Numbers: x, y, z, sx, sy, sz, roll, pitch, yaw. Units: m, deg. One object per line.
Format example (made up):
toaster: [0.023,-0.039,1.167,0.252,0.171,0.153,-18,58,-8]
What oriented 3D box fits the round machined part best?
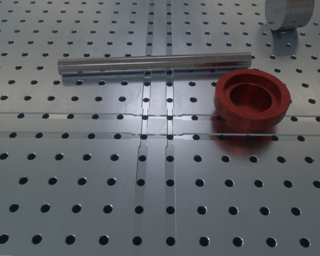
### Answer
round machined part: [0.123,-0.035,0.427,0.099,0.042,0.098,0,50,0]

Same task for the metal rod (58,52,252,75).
metal rod: [-0.006,-0.103,0.493,0.302,0.025,0.025,-3,50,-3]

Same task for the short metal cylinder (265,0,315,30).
short metal cylinder: [0.231,-0.220,0.558,0.050,0.080,0.080,-7,51,-6]
